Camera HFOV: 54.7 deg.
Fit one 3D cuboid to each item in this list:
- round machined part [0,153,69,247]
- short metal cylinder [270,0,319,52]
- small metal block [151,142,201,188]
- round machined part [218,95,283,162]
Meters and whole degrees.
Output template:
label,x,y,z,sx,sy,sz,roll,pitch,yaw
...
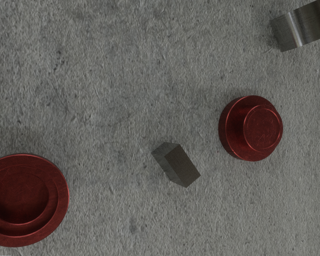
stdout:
label,x,y,z,sx,sy,sz,roll,pitch,yaw
round machined part,-0.154,0.076,0.344,0.099,0.042,0.097,0,90,-21
short metal cylinder,0.212,-0.152,0.460,0.081,0.080,0.050,-26,99,-18
small metal block,0.020,0.047,0.404,0.025,0.050,0.050,-38,103,-16
round machined part,0.139,0.001,0.453,0.099,0.042,0.097,0,90,-21
